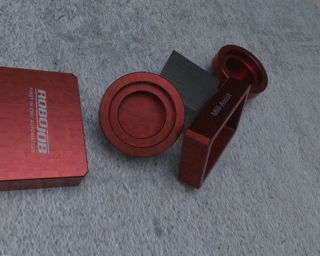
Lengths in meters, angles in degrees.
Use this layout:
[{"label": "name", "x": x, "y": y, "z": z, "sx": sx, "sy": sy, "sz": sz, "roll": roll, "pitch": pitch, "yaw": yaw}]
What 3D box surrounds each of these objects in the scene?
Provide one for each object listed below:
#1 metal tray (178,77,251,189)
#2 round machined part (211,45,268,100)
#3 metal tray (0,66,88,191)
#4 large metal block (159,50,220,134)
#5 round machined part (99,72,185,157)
[{"label": "metal tray", "x": 0.071, "y": 0.004, "z": 0.396, "sx": 0.030, "sy": 0.089, "sz": 0.131, "roll": 25, "pitch": 48, "yaw": 20}, {"label": "round machined part", "x": 0.127, "y": -0.088, "z": 0.517, "sx": 0.099, "sy": 0.042, "sz": 0.098, "roll": 14, "pitch": 56, "yaw": -21}, {"label": "metal tray", "x": -0.132, "y": -0.002, "z": 0.331, "sx": 0.091, "sy": 0.030, "sz": 0.130, "roll": 1, "pitch": 61, "yaw": -28}, {"label": "large metal block", "x": 0.029, "y": -0.050, "z": 0.435, "sx": 0.080, "sy": 0.050, "sz": 0.080, "roll": 32, "pitch": 51, "yaw": -8}, {"label": "round machined part", "x": -0.022, "y": -0.016, "z": 0.373, "sx": 0.099, "sy": 0.042, "sz": 0.097, "roll": 0, "pitch": 90, "yaw": -8}]
